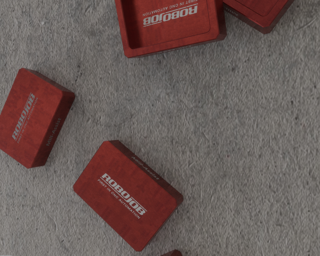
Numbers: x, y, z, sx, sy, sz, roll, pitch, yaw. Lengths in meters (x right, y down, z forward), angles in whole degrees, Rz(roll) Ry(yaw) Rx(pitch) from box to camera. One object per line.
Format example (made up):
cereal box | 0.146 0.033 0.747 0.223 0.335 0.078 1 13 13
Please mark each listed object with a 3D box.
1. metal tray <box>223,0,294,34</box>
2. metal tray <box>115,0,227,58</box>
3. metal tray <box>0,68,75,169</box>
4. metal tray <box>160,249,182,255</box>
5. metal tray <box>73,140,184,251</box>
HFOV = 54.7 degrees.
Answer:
metal tray | 0.102 -0.185 0.370 0.130 0.030 0.090 39 102 15
metal tray | 0.010 -0.142 0.381 0.130 0.030 0.089 -4 100 29
metal tray | -0.197 -0.015 0.476 0.090 0.030 0.129 30 100 17
metal tray | 0.012 0.238 0.402 0.090 0.030 0.130 -30 80 17
metal tray | -0.045 0.089 0.422 0.130 0.030 0.090 39 102 15
